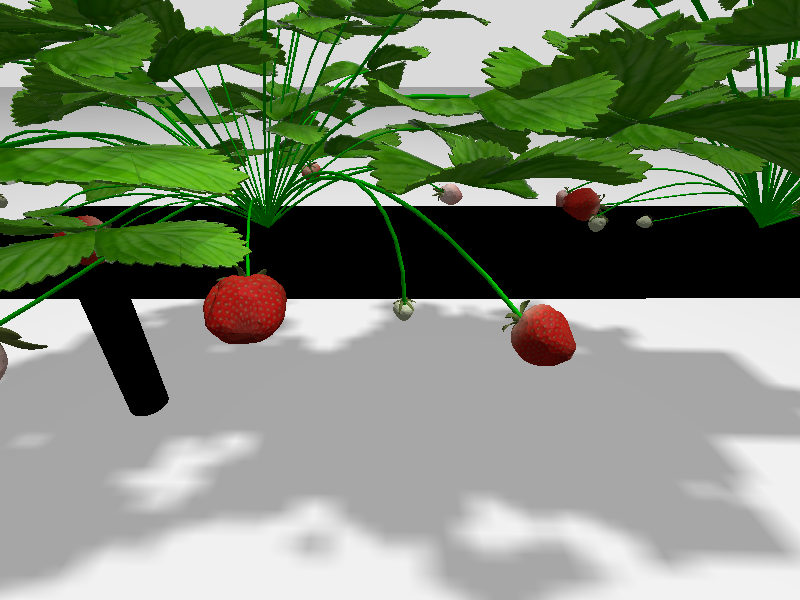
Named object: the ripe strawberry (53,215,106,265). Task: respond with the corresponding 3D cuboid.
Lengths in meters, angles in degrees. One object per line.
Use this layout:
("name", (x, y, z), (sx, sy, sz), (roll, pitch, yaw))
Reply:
("ripe strawberry", (-0.227, -0.042, 0.286), (0.033, 0.035, 0.031), (-22, 36, -31))

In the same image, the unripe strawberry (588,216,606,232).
("unripe strawberry", (0.173, -0.067, 0.352), (0.014, 0.014, 0.013), (5, 29, -8))

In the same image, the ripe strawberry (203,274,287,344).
("ripe strawberry", (-0.077, 0.007, 0.200), (0.041, 0.036, 0.037), (-7, 36, -12))

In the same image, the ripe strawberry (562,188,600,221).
("ripe strawberry", (0.168, -0.090, 0.375), (0.031, 0.030, 0.034), (3, 30, 6))

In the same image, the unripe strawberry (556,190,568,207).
("unripe strawberry", (0.169, -0.105, 0.416), (0.017, 0.017, 0.019), (39, 36, 0))

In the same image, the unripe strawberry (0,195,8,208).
("unripe strawberry", (-0.355, -0.087, 0.355), (0.011, 0.011, 0.011), (0, 30, 0))

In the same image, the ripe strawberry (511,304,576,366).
("ripe strawberry", (0.070, 0.018, 0.192), (0.027, 0.029, 0.029), (-26, 53, -38))

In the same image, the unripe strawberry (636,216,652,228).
("unripe strawberry", (0.220, -0.070, 0.361), (0.012, 0.010, 0.012), (-1, 30, -1))

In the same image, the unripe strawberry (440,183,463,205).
("unripe strawberry", (0.054, -0.111, 0.421), (0.025, 0.022, 0.025), (5, 25, -27))

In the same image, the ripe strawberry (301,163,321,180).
("ripe strawberry", (-0.113, -0.163, 0.514), (0.025, 0.021, 0.025), (1, -19, 2))

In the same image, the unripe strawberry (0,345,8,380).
("unripe strawberry", (-0.191, 0.024, 0.159), (0.042, 0.048, 0.046), (9, 31, 15))

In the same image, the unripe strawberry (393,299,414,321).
("unripe strawberry", (0.002, 0.006, 0.211), (0.011, 0.011, 0.011), (-20, 35, -31))
